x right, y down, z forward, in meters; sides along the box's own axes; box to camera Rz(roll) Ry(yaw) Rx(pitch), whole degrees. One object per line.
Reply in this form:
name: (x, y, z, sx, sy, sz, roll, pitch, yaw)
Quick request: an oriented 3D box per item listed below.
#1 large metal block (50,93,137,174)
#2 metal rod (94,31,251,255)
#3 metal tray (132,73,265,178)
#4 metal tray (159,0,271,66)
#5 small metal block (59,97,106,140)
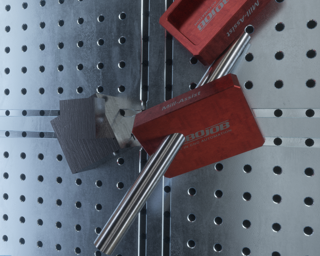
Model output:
large metal block: (-0.092, 0.008, 0.430, 0.080, 0.050, 0.080, -28, 81, 17)
metal rod: (0.018, 0.011, 0.364, 0.025, 0.025, 0.300, 32, 84, 17)
metal tray: (0.045, 0.002, 0.367, 0.130, 0.030, 0.090, -22, 122, 18)
metal tray: (0.070, -0.149, 0.367, 0.130, 0.030, 0.090, -46, 53, 13)
small metal block: (-0.098, -0.011, 0.393, 0.050, 0.025, 0.050, -3, 89, 19)
